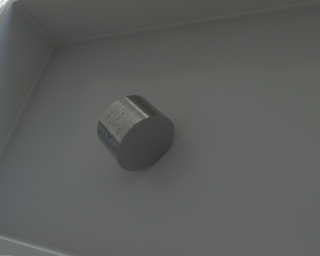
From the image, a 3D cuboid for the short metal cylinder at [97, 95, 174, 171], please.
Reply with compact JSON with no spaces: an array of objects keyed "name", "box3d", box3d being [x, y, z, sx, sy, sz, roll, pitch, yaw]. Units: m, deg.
[{"name":"short metal cylinder","box3d":[-0.029,0.006,0.383,0.080,0.080,0.050,-45,51,-3]}]
